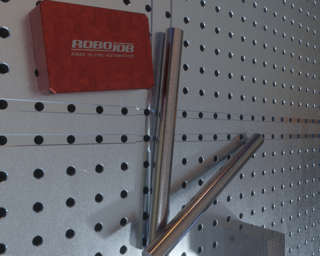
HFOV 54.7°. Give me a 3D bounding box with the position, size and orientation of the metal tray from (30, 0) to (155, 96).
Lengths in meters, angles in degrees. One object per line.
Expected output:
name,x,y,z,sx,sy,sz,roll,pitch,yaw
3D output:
metal tray,-0.069,-0.086,0.348,0.131,0.030,0.089,-9,96,-40

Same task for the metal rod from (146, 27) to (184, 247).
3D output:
metal rod,0.007,0.015,0.414,0.025,0.025,0.298,9,85,-40

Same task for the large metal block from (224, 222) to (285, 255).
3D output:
large metal block,0.151,0.206,0.501,0.050,0.080,0.079,0,90,-40

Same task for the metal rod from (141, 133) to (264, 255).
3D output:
metal rod,0.081,0.086,0.458,0.302,0.025,0.025,-35,112,-41
